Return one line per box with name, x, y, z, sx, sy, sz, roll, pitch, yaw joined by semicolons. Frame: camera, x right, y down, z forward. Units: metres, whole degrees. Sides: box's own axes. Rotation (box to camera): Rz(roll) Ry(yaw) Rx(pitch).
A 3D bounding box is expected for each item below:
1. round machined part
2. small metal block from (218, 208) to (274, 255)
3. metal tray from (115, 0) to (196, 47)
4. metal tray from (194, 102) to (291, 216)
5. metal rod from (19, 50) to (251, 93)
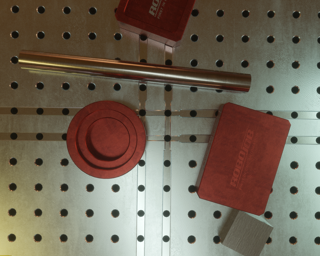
round machined part;-0.067;0.014;0.404;0.099;0.042;0.097;0;90;-1
small metal block;0.114;0.140;0.415;0.050;0.025;0.050;27;90;-1
metal tray;0.005;-0.185;0.410;0.090;0.030;0.129;20;90;-1
metal tray;0.108;0.040;0.412;0.090;0.030;0.129;17;90;-1
metal rod;-0.032;-0.075;0.412;0.302;0.025;0.025;6;90;-1
